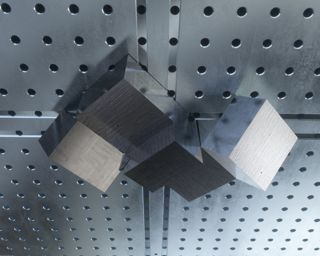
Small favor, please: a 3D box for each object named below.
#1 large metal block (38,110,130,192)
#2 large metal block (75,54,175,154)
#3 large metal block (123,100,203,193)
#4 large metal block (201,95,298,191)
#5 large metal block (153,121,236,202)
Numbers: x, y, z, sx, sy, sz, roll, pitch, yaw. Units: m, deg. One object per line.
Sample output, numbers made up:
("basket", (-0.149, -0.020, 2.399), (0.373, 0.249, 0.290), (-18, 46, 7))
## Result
("large metal block", (-0.097, 0.027, 0.388), (0.080, 0.080, 0.050), (41, 80, -29))
("large metal block", (-0.040, -0.026, 0.373), (0.080, 0.050, 0.080), (-33, 123, 26))
("large metal block", (0.003, 0.022, 0.393), (0.080, 0.080, 0.050), (-35, 123, 25))
("large metal block", (0.111, 0.018, 0.383), (0.080, 0.050, 0.080), (41, 79, -30))
("large metal block", (0.047, 0.049, 0.437), (0.080, 0.050, 0.080), (-34, 121, 25))
